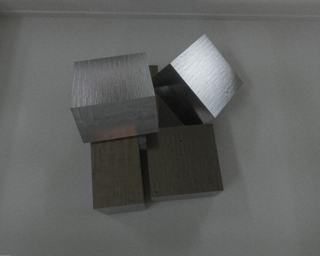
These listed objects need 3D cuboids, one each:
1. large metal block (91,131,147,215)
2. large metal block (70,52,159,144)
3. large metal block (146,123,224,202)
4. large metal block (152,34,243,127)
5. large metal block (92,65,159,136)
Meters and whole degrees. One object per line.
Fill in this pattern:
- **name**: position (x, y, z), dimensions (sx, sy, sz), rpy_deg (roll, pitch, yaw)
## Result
- **large metal block**: position (-0.046, 0.054, 0.359), dimensions (0.050, 0.080, 0.080), rpy_deg (-6, 70, -3)
- **large metal block**: position (-0.048, -0.035, 0.338), dimensions (0.081, 0.050, 0.080), rpy_deg (-9, 45, -3)
- **large metal block**: position (0.026, 0.044, 0.377), dimensions (0.081, 0.050, 0.080), rpy_deg (-5, 70, -2)
- **large metal block**: position (0.046, -0.057, 0.389), dimensions (0.080, 0.050, 0.080), rpy_deg (50, 54, -8)
- **large metal block**: position (-0.042, -0.034, 0.407), dimensions (0.081, 0.050, 0.080), rpy_deg (-1, 70, -1)
